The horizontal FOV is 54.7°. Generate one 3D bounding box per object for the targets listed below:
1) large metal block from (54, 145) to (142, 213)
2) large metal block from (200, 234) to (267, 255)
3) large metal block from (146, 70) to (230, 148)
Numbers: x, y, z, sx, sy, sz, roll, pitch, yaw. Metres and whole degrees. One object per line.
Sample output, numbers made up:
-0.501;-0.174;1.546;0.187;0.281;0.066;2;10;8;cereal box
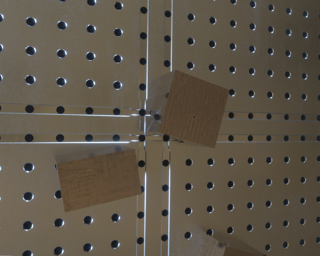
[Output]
-0.074;0.053;0.357;0.081;0.080;0.050;-10;94;-20;large metal block
0.100;0.206;0.438;0.080;0.050;0.080;22;83;-19;large metal block
0.036;-0.023;0.414;0.081;0.050;0.080;17;84;-20;large metal block
